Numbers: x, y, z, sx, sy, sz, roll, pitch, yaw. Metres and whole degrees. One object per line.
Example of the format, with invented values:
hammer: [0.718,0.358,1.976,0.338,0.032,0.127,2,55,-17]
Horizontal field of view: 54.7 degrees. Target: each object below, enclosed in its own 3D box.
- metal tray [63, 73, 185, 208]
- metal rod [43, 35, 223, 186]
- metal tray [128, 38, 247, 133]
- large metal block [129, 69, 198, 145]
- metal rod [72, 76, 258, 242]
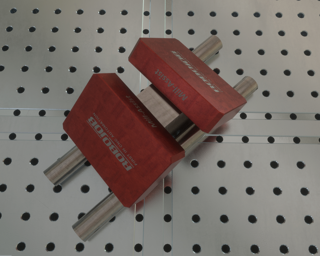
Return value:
metal tray: [-0.045,0.012,0.349,0.130,0.030,0.090,48,120,15]
metal rod: [-0.027,-0.032,0.423,0.301,0.025,0.025,-41,75,-14]
metal tray: [0.035,-0.057,0.375,0.130,0.030,0.091,45,32,14]
large metal block: [0.001,-0.016,0.388,0.080,0.080,0.050,-40,75,-13]
metal rod: [0.016,0.031,0.401,0.301,0.025,0.025,-40,75,-14]
